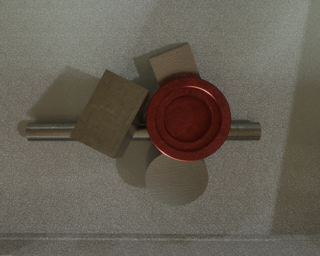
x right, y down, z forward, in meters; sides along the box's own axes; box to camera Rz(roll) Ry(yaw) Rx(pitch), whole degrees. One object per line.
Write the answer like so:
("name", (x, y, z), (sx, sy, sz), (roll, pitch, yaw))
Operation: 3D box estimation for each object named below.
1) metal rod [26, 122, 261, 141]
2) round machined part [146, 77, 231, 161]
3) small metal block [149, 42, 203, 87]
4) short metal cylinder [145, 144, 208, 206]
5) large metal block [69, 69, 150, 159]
("metal rod", (-0.020, 0.005, 0.410), (0.302, 0.025, 0.025), (0, 110, -1))
("round machined part", (0.033, -0.011, 0.377), (0.099, 0.042, 0.097), (0, 93, 0))
("small metal block", (0.019, -0.072, 0.384), (0.050, 0.025, 0.050), (-20, 109, 6))
("short metal cylinder", (0.021, 0.056, 0.417), (0.081, 0.050, 0.079), (0, 110, -1))
("large metal block", (-0.052, -0.012, 0.360), (0.050, 0.080, 0.080), (27, 85, 2))
